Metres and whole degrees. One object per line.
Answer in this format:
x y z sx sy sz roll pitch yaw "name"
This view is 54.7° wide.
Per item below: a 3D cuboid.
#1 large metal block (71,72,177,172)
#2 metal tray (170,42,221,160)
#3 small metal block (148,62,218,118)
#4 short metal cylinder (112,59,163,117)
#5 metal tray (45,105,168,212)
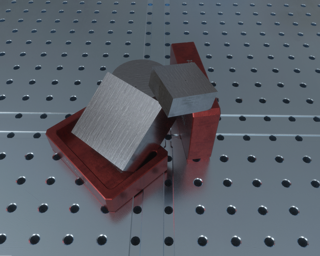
-0.039 -0.005 0.355 0.080 0.050 0.080 32 92 23 "large metal block"
0.039 -0.036 0.396 0.030 0.089 0.130 -7 51 -6 "metal tray"
0.023 -0.041 0.320 0.050 0.025 0.050 -11 51 -24 "small metal block"
-0.026 -0.051 0.434 0.081 0.050 0.080 0 50 0 "short metal cylinder"
-0.065 0.026 0.380 0.091 0.030 0.130 -36 59 -27 "metal tray"
